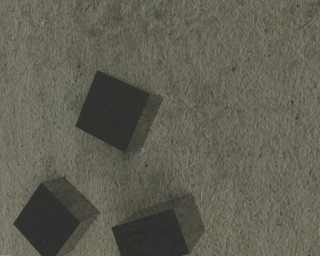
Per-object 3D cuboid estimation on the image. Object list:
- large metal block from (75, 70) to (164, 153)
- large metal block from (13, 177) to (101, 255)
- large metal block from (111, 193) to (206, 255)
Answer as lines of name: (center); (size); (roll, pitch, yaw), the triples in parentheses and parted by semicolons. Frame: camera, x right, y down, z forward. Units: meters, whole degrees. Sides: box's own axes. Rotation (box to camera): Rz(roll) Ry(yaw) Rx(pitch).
large metal block: (-0.053, -0.022, 0.414); (0.080, 0.050, 0.080); (26, 99, 18)
large metal block: (-0.149, 0.131, 0.448); (0.080, 0.050, 0.080); (40, 103, 15)
large metal block: (0.001, 0.123, 0.379); (0.080, 0.080, 0.050); (-22, 83, 18)
